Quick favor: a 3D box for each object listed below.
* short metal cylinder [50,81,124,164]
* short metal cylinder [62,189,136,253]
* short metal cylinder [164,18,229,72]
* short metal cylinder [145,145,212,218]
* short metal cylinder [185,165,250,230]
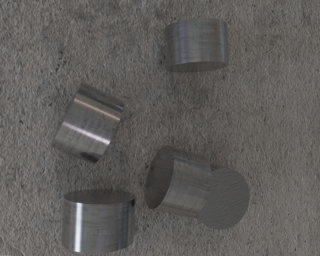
[{"bbox_3d":[-0.082,-0.006,0.349,0.050,0.080,0.080,26,82,-18],"label":"short metal cylinder"},{"bbox_3d":[-0.069,0.103,0.354,0.081,0.080,0.050,3,89,-20],"label":"short metal cylinder"},{"bbox_3d":[0.047,-0.103,0.397,0.081,0.080,0.050,-4,92,-20],"label":"short metal cylinder"},{"bbox_3d":[0.021,0.066,0.387,0.050,0.080,0.080,19,84,-19],"label":"short metal cylinder"},{"bbox_3d":[0.073,0.091,0.423,0.081,0.050,0.080,0,90,-20],"label":"short metal cylinder"}]
